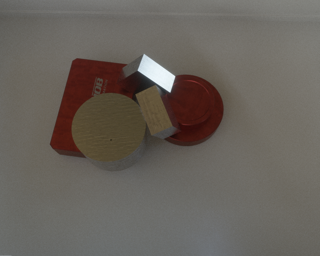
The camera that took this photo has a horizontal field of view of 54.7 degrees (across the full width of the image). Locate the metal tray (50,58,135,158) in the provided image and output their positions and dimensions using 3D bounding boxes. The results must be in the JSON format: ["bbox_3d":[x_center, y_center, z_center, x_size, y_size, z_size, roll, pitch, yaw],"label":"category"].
[{"bbox_3d":[-0.082,-0.025,0.411,0.091,0.030,0.130,7,70,2],"label":"metal tray"}]

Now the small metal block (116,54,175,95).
[{"bbox_3d":[-0.018,-0.060,0.389,0.050,0.050,0.025,31,62,-28],"label":"small metal block"}]

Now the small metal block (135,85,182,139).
[{"bbox_3d":[0.000,-0.017,0.359,0.025,0.050,0.050,-24,78,11],"label":"small metal block"}]

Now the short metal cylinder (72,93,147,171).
[{"bbox_3d":[-0.056,0.006,0.360,0.081,0.050,0.080,0,70,0],"label":"short metal cylinder"}]

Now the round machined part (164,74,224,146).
[{"bbox_3d":[0.035,-0.029,0.409,0.099,0.042,0.098,0,70,-1],"label":"round machined part"}]
